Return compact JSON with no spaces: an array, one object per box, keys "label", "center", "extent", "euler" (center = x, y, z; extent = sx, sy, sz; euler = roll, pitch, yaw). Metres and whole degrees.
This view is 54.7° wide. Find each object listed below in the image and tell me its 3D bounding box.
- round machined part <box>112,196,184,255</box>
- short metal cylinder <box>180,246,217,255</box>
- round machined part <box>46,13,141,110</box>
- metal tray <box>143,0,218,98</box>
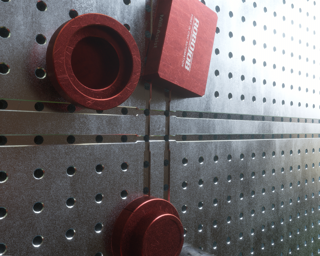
[{"label":"round machined part","center":[-0.008,0.139,0.392],"extent":[0.099,0.042,0.097],"euler":[0,90,-40]},{"label":"short metal cylinder","center":[0.053,0.215,0.438],"extent":[0.081,0.050,0.079],"euler":[0,90,-40]},{"label":"round machined part","center":[-0.073,-0.069,0.333],"extent":[0.099,0.042,0.097],"euler":[-5,99,-37]},{"label":"metal tray","center":[0.032,-0.116,0.432],"extent":[0.091,0.030,0.129],"euler":[18,79,-39]}]
